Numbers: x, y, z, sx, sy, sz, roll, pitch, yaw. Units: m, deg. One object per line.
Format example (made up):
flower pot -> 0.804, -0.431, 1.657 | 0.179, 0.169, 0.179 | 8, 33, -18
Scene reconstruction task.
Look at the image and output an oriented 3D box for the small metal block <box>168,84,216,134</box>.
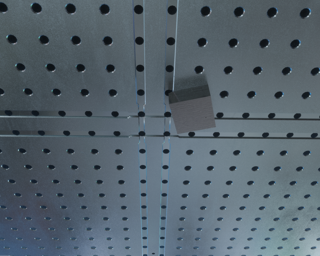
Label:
small metal block -> 0.041, -0.023, 0.393 | 0.050, 0.025, 0.050 | -11, 130, 8
